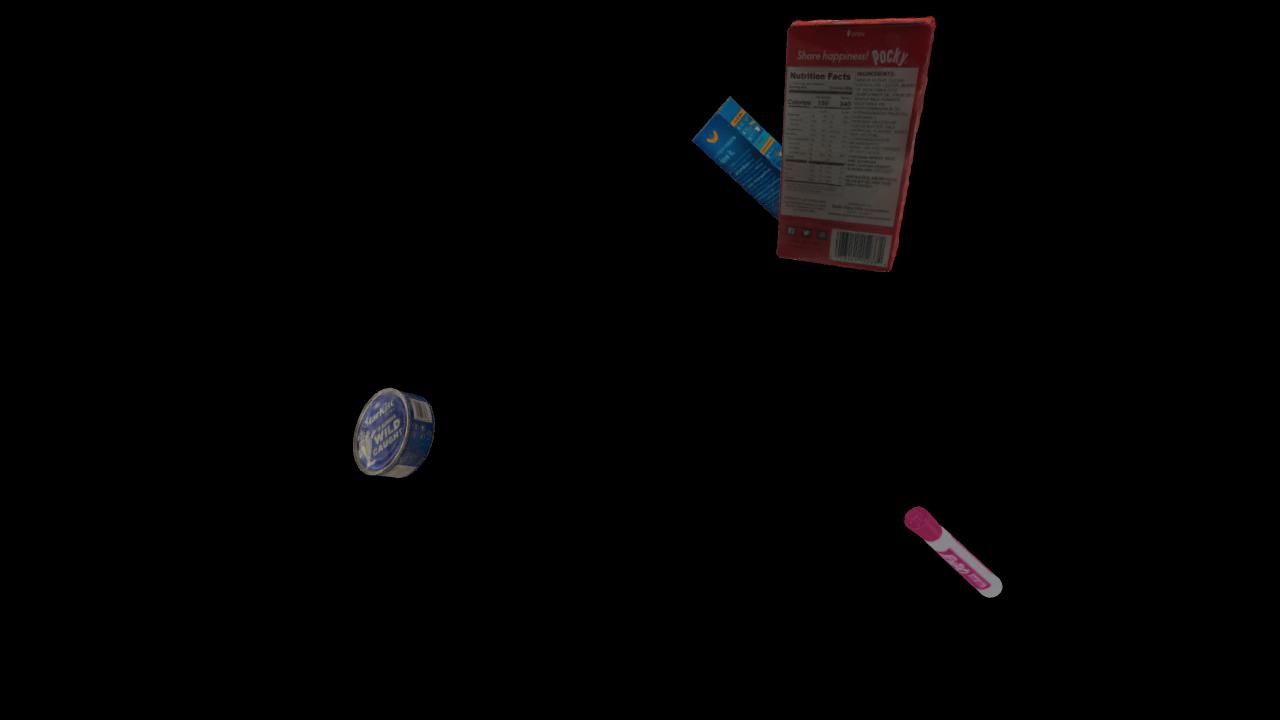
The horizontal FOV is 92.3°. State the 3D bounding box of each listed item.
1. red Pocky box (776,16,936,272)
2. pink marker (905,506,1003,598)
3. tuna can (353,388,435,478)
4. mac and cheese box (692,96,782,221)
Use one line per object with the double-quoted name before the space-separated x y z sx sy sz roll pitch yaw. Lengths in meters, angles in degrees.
"red Pocky box" 0.135 -0.136 0.402 0.083 0.155 0.028 14 40 25
"pink marker" 0.239 0.146 0.468 0.121 0.020 0.020 40 -19 -24
"tuna can" -0.238 0.071 0.595 0.084 0.084 0.034 0 -15 35
"mac and cheese box" 0.169 -0.285 0.891 0.184 0.041 0.093 40 -15 -10
